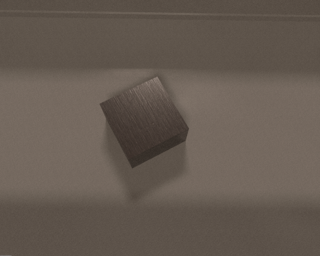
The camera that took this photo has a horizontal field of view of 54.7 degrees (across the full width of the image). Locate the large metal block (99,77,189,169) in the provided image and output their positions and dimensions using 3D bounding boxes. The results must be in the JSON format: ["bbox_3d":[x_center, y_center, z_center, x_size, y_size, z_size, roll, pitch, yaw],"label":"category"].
[{"bbox_3d":[-0.020,-0.006,0.398,0.080,0.050,0.080,-27,73,-10],"label":"large metal block"}]
